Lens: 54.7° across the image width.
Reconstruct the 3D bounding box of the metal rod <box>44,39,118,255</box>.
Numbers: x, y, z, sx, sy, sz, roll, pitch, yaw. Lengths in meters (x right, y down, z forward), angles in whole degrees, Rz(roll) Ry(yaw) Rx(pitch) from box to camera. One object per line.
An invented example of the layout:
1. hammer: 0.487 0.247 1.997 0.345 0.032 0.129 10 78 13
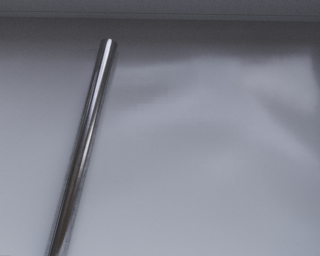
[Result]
1. metal rod: -0.098 0.015 0.402 0.025 0.025 0.299 9 70 3
